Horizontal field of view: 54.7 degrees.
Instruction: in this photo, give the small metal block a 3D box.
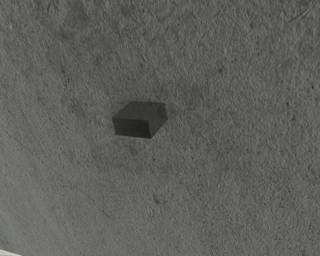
[{"bbox_3d":[-0.025,-0.012,0.396,0.050,0.050,0.025,5,121,25],"label":"small metal block"}]
